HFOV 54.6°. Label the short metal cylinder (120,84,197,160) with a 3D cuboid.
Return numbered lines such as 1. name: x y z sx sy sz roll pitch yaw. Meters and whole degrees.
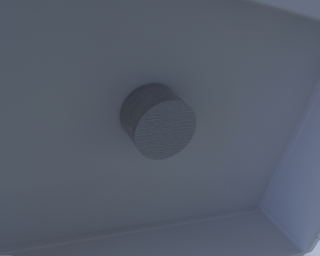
1. short metal cylinder: -0.003 -0.008 0.383 0.081 0.050 0.080 -14 124 -21
